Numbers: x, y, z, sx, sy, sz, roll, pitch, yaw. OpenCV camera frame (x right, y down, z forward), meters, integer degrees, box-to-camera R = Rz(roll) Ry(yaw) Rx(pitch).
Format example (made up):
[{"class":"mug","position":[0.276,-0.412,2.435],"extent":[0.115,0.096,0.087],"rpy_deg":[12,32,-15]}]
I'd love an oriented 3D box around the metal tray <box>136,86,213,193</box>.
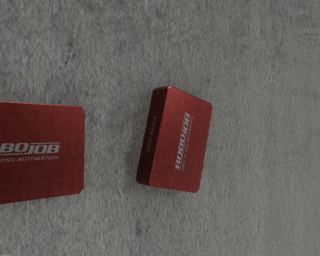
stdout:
[{"class":"metal tray","position":[0.023,0.018,0.423],"extent":[0.091,0.030,0.129],"rpy_deg":[18,79,-39]}]

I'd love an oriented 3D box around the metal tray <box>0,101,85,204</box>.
[{"class":"metal tray","position":[-0.137,0.022,0.288],"extent":[0.131,0.030,0.089],"rpy_deg":[1,90,-40]}]
